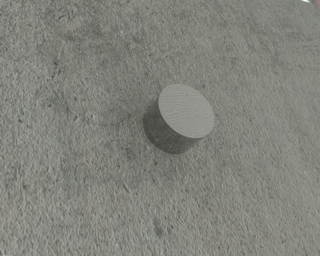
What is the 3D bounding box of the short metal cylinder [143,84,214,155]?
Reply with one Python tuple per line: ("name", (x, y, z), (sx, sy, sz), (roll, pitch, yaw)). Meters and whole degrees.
("short metal cylinder", (0.024, -0.011, 0.411), (0.081, 0.050, 0.080), (14, 56, -21))
